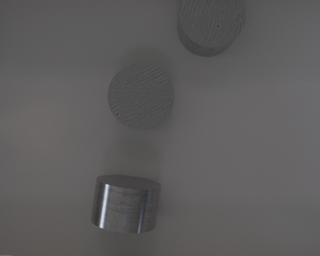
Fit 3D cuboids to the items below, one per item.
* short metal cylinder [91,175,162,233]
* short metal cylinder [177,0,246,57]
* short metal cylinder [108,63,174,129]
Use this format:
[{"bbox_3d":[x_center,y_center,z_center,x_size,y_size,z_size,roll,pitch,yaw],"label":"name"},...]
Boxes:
[{"bbox_3d":[-0.041,0.091,0.384,0.080,0.080,0.050,8,90,0],"label":"short metal cylinder"},{"bbox_3d":[0.064,-0.137,0.399,0.081,0.050,0.080,0,90,0],"label":"short metal cylinder"},{"bbox_3d":[-0.023,-0.038,0.399,0.081,0.050,0.080,0,90,0],"label":"short metal cylinder"}]
